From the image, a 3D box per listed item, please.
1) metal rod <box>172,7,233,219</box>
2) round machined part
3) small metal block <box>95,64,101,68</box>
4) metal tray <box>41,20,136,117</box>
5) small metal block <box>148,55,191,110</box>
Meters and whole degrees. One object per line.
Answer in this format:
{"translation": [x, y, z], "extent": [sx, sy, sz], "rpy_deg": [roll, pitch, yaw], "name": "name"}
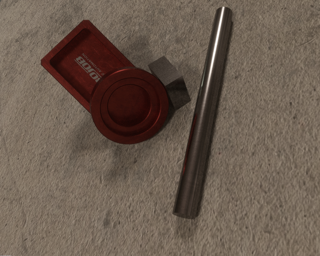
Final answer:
{"translation": [0.060, -0.037, 0.394], "extent": [0.025, 0.025, 0.300], "rpy_deg": [1, 62, 28], "name": "metal rod"}
{"translation": [-0.041, -0.031, 0.404], "extent": [0.098, 0.098, 0.042], "rpy_deg": [-42, 25, -1], "name": "round machined part"}
{"translation": [-0.093, -0.096, 0.494], "extent": [0.025, 0.050, 0.050], "rpy_deg": [-27, 52, 10], "name": "small metal block"}
{"translation": [-0.089, -0.075, 0.441], "extent": [0.090, 0.030, 0.130], "rpy_deg": [-45, 92, -3], "name": "metal tray"}
{"translation": [0.013, -0.060, 0.415], "extent": [0.025, 0.050, 0.050], "rpy_deg": [-32, 51, -4], "name": "small metal block"}
